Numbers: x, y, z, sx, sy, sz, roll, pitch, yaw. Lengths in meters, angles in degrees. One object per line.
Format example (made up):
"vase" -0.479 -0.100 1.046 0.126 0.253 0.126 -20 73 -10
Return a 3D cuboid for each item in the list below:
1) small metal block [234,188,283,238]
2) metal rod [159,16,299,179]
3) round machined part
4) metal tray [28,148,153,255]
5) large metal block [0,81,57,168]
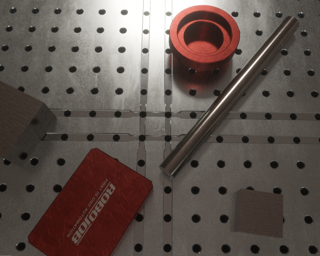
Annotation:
"small metal block" 0.119 0.104 0.375 0.050 0.025 0.050 8 70 2
"metal rod" 0.105 -0.052 0.431 0.025 0.025 0.301 38 74 12
"round machined part" 0.062 -0.125 0.449 0.099 0.042 0.098 0 70 -1
"metal tray" -0.078 0.101 0.371 0.090 0.030 0.130 30 72 10
"large metal block" -0.197 -0.007 0.399 0.080 0.050 0.080 26 72 9
